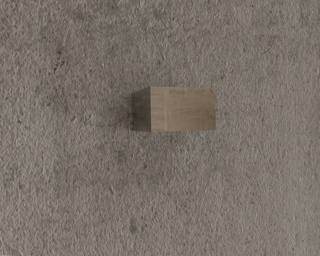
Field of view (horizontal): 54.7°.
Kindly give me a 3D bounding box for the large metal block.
[{"bbox_3d":[0.014,-0.022,0.387,0.081,0.080,0.050,-1,91,-20],"label":"large metal block"}]
